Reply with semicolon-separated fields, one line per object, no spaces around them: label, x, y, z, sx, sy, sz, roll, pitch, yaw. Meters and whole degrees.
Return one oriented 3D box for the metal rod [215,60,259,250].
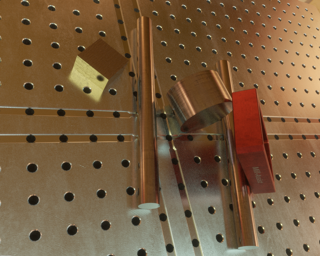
metal rod;0.108;0.019;0.456;0.025;0.025;0.299;14;56;-21

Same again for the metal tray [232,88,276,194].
metal tray;0.125;0.021;0.409;0.130;0.030;0.090;54;33;-49

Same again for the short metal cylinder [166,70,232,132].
short metal cylinder;0.055;-0.035;0.426;0.081;0.080;0.050;-11;68;-33

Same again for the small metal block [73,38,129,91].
small metal block;-0.079;-0.087;0.420;0.050;0.025;0.050;38;51;-3

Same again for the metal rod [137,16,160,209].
metal rod;-0.019;-0.041;0.424;0.025;0.025;0.299;11;57;-23
